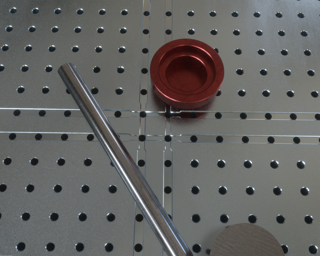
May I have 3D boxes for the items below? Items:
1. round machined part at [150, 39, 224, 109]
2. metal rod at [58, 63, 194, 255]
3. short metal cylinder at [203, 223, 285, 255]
[{"bbox_3d":[0.036,-0.071,0.429,0.099,0.042,0.098,0,70,-1],"label":"round machined part"},{"bbox_3d":[-0.053,0.035,0.398,0.025,0.025,0.299,-31,73,-11],"label":"metal rod"},{"bbox_3d":[0.091,0.149,0.345,0.081,0.050,0.080,0,70,0],"label":"short metal cylinder"}]
